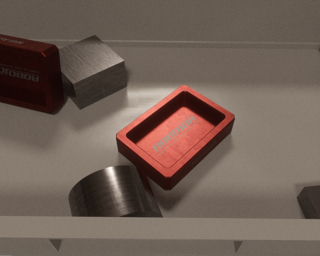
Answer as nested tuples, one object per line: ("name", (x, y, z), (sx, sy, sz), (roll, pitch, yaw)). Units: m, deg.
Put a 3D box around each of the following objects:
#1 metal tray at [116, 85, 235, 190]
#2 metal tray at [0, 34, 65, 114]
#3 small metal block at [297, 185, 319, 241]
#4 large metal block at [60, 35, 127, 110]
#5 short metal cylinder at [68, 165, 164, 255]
("metal tray", (0.021, 0.006, 0.396), (0.090, 0.030, 0.131), (36, 58, 26))
("metal tray", (-0.200, -0.076, 0.420), (0.131, 0.089, 0.030), (13, 36, 10))
("small metal block", (0.185, 0.089, 0.333), (0.050, 0.025, 0.050), (-5, 50, -5))
("large metal block", (-0.107, -0.084, 0.458), (0.081, 0.050, 0.080), (-31, 57, -24))
("short metal cylinder", (-0.043, 0.081, 0.301), (0.081, 0.080, 0.050), (-16, 52, -14))
